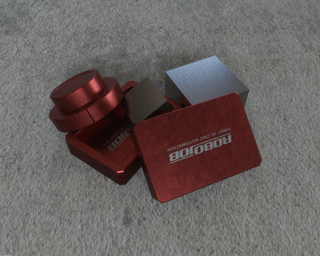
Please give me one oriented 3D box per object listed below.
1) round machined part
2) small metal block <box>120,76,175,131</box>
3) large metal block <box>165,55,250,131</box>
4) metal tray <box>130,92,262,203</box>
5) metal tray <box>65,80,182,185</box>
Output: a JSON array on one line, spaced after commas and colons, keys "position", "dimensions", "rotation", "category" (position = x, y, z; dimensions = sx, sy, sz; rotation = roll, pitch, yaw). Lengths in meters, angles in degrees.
[{"position": [-0.100, -0.041, 0.400], "dimensions": [0.098, 0.042, 0.098], "rotation": [-20, 29, 12], "category": "round machined part"}, {"position": [-0.018, -0.030, 0.400], "dimensions": [0.050, 0.025, 0.050], "rotation": [-39, 58, 4], "category": "small metal block"}, {"position": [0.061, -0.047, 0.429], "dimensions": [0.081, 0.050, 0.080], "rotation": [-21, 53, -17], "category": "large metal block"}, {"position": [0.041, 0.020, 0.355], "dimensions": [0.131, 0.030, 0.090], "rotation": [-18, 89, -14], "category": "metal tray"}, {"position": [-0.042, 0.000, 0.400], "dimensions": [0.090, 0.030, 0.131], "rotation": [28, 55, 21], "category": "metal tray"}]
